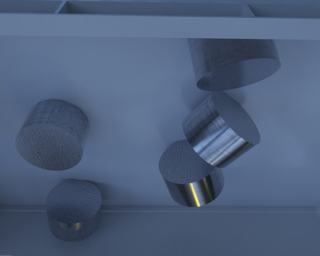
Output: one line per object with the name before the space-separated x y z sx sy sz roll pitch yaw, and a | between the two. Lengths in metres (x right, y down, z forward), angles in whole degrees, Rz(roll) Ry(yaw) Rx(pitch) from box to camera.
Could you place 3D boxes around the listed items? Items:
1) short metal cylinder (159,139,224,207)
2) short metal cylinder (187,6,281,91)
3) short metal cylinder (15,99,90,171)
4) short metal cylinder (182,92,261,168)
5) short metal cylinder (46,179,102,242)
short metal cylinder | 0.044 0.060 0.424 0.080 0.080 0.050 -13 129 10
short metal cylinder | 0.071 -0.074 0.305 0.080 0.050 0.080 -10 169 -2
short metal cylinder | -0.136 0.010 0.400 0.081 0.050 0.079 0 130 0
short metal cylinder | 0.074 0.001 0.374 0.080 0.080 0.050 31 123 -24
short metal cylinder | -0.132 0.127 0.479 0.081 0.080 0.050 7 130 -6
